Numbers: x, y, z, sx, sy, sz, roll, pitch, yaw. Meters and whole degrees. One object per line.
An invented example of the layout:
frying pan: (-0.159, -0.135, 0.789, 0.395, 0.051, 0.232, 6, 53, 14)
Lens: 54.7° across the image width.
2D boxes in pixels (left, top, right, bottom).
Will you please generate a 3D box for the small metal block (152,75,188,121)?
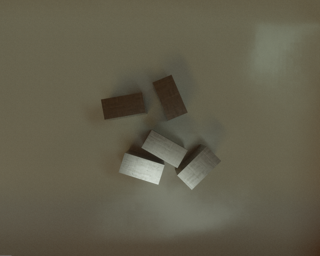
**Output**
small metal block: (0.012, -0.037, 0.399, 0.025, 0.050, 0.050, -23, 90, 0)

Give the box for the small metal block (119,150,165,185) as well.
small metal block: (-0.022, 0.049, 0.399, 0.050, 0.050, 0.025, 17, 90, -1)

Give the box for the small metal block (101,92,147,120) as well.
small metal block: (-0.044, -0.027, 0.398, 0.050, 0.050, 0.025, -10, 90, 0)

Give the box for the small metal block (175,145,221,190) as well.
small metal block: (0.047, 0.049, 0.400, 0.050, 0.050, 0.025, -45, 91, 0)

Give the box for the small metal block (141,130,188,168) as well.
small metal block: (0.005, 0.025, 0.399, 0.050, 0.050, 0.025, 30, 90, -1)
